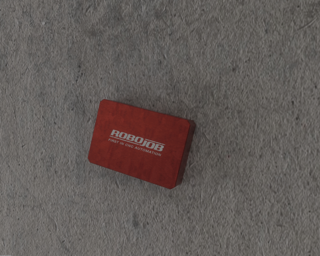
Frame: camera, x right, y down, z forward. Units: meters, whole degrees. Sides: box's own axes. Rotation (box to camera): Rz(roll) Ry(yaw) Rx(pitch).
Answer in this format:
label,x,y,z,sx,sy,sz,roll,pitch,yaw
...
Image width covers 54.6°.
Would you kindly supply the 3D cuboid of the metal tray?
label,x,y,z,sx,sy,sz,roll,pitch,yaw
metal tray,-0.026,0.019,0.416,0.130,0.030,0.090,15,95,19
